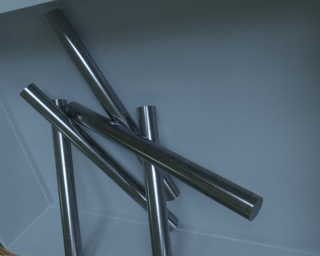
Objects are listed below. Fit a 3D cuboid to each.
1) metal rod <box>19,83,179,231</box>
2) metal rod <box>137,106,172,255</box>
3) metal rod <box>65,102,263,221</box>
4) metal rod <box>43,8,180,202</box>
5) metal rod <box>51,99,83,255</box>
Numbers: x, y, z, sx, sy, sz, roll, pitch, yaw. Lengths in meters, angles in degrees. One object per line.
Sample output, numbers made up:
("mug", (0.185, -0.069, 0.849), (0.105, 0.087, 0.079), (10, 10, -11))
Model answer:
("metal rod", (-0.082, 0.051, 0.461), (0.300, 0.025, 0.025), (45, 129, -13))
("metal rod", (-0.002, 0.121, 0.392), (0.025, 0.025, 0.298), (-9, 84, 32))
("metal rod", (-0.021, 0.024, 0.374), (0.300, 0.025, 0.025), (25, 130, 36))
("metal rod", (-0.059, -0.022, 0.426), (0.025, 0.025, 0.299), (-23, 107, 36))
("metal rod", (-0.136, 0.107, 0.459), (0.025, 0.025, 0.298), (-9, 86, 32))
